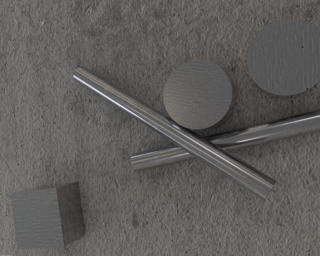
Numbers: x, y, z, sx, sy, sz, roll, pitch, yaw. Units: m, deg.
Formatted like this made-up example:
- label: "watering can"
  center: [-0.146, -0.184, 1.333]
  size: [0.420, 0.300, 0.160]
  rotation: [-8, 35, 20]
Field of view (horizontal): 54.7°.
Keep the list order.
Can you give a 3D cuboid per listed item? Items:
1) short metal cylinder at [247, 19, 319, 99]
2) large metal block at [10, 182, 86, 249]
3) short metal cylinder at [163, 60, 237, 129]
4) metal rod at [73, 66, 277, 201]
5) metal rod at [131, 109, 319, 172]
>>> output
- label: "short metal cylinder"
  center: [0.141, -0.074, 0.346]
  size: [0.080, 0.050, 0.079]
  rotation: [0, 90, 20]
- label: "large metal block"
  center: [-0.163, 0.127, 0.453]
  size: [0.080, 0.050, 0.080]
  rotation: [-10, 87, 19]
- label: "short metal cylinder"
  center: [0.050, -0.038, 0.378]
  size: [0.080, 0.050, 0.079]
  rotation: [0, 90, 20]
- label: "metal rod"
  center: [0.000, -0.006, 0.388]
  size: [0.300, 0.025, 0.025]
  rotation: [32, 101, 24]
- label: "metal rod"
  center: [0.105, 0.011, 0.371]
  size: [0.301, 0.025, 0.025]
  rotation: [-15, 85, 19]
